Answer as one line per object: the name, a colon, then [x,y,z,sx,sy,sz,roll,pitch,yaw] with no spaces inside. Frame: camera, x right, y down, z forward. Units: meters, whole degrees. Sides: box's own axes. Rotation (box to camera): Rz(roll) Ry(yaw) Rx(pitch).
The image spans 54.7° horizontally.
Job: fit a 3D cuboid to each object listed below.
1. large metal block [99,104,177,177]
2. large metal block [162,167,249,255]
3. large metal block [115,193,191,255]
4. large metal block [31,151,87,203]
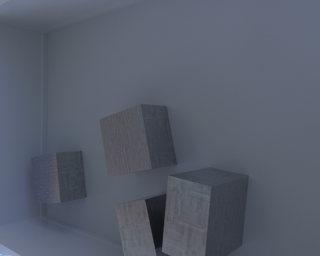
large metal block: [-0.030,0.018,0.416,0.080,0.050,0.080,-16,80,39]
large metal block: [0.050,0.090,0.330,0.050,0.081,0.079,8,95,40]
large metal block: [0.000,0.122,0.371,0.050,0.081,0.080,-21,77,38]
large metal block: [-0.176,0.085,0.536,0.080,0.050,0.080,-12,83,39]
